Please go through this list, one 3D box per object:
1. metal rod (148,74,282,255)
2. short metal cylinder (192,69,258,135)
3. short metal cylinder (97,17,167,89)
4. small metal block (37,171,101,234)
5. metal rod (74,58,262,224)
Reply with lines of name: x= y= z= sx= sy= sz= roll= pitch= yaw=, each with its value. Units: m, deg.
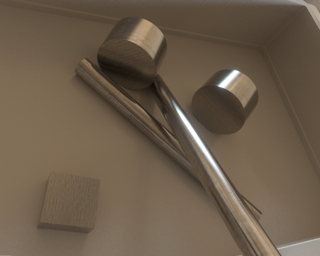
metal rod: x=0.037 y=0.020 z=0.334 sx=0.025 sy=0.025 sz=0.300 roll=6 pitch=33 yaw=-26
short metal cylinder: x=0.093 y=-0.037 z=0.446 sx=0.080 sy=0.080 sz=0.050 roll=43 pitch=51 yaw=1
short metal cylinder: x=-0.036 y=-0.098 z=0.412 sx=0.080 sy=0.080 sz=0.050 roll=29 pitch=52 yaw=-11
small metal block: x=-0.091 y=0.075 z=0.312 sx=0.050 sy=0.025 sz=0.050 roll=14 pitch=56 yaw=-21
metal rod: x=0.011 y=0.018 z=0.401 sx=0.300 sy=0.025 sz=0.025 roll=42 pitch=51 yaw=0
